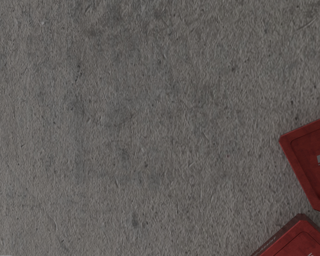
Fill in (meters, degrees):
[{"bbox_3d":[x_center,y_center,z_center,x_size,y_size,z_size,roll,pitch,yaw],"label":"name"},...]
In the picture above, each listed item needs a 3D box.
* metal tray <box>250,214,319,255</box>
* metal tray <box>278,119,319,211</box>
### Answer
[{"bbox_3d":[0.150,0.174,0.353,0.090,0.030,0.130,45,104,14],"label":"metal tray"},{"bbox_3d":[0.208,0.023,0.332,0.130,0.030,0.090,-27,81,18],"label":"metal tray"}]
